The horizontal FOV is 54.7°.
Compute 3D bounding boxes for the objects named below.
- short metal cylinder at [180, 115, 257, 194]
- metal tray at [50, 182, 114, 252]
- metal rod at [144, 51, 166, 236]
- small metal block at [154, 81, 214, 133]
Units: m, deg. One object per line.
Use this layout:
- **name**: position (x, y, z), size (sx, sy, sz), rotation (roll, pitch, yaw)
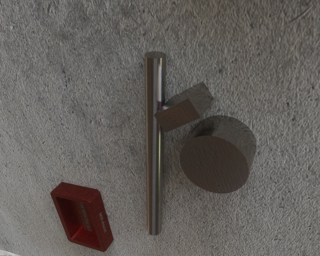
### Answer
- **short metal cylinder**: position (0.070, 0.031, 0.372), size (0.080, 0.050, 0.079), rotation (13, 124, 20)
- **metal tray**: position (-0.144, 0.167, 0.580), size (0.090, 0.030, 0.129), rotation (6, 121, 25)
- **metal rod**: position (-0.007, 0.042, 0.435), size (0.025, 0.025, 0.298), rotation (14, 124, 20)
- **small metal block**: position (0.029, -0.025, 0.359), size (0.050, 0.050, 0.025), rotation (-24, 105, 36)
